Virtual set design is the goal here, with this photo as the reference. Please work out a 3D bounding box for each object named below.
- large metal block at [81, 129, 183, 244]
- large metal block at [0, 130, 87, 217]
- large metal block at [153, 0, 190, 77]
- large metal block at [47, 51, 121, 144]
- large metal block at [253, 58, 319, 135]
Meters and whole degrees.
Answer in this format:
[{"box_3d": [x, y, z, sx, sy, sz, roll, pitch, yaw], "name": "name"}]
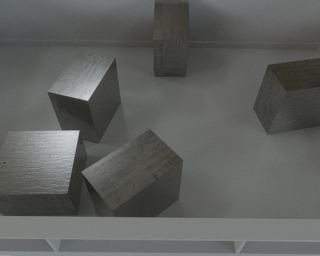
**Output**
[{"box_3d": [-0.025, 0.061, 0.318, 0.081, 0.080, 0.050, -33, 58, -25], "name": "large metal block"}, {"box_3d": [-0.131, 0.050, 0.345, 0.081, 0.050, 0.080, -1, 50, -1], "name": "large metal block"}, {"box_3d": [0.017, -0.135, 0.474, 0.050, 0.080, 0.080, 1, 61, 0], "name": "large metal block"}, {"box_3d": [-0.092, -0.040, 0.401, 0.050, 0.080, 0.080, 13, 51, 10], "name": "large metal block"}, {"box_3d": [0.179, -0.041, 0.406, 0.081, 0.080, 0.050, -9, 51, -8], "name": "large metal block"}]
